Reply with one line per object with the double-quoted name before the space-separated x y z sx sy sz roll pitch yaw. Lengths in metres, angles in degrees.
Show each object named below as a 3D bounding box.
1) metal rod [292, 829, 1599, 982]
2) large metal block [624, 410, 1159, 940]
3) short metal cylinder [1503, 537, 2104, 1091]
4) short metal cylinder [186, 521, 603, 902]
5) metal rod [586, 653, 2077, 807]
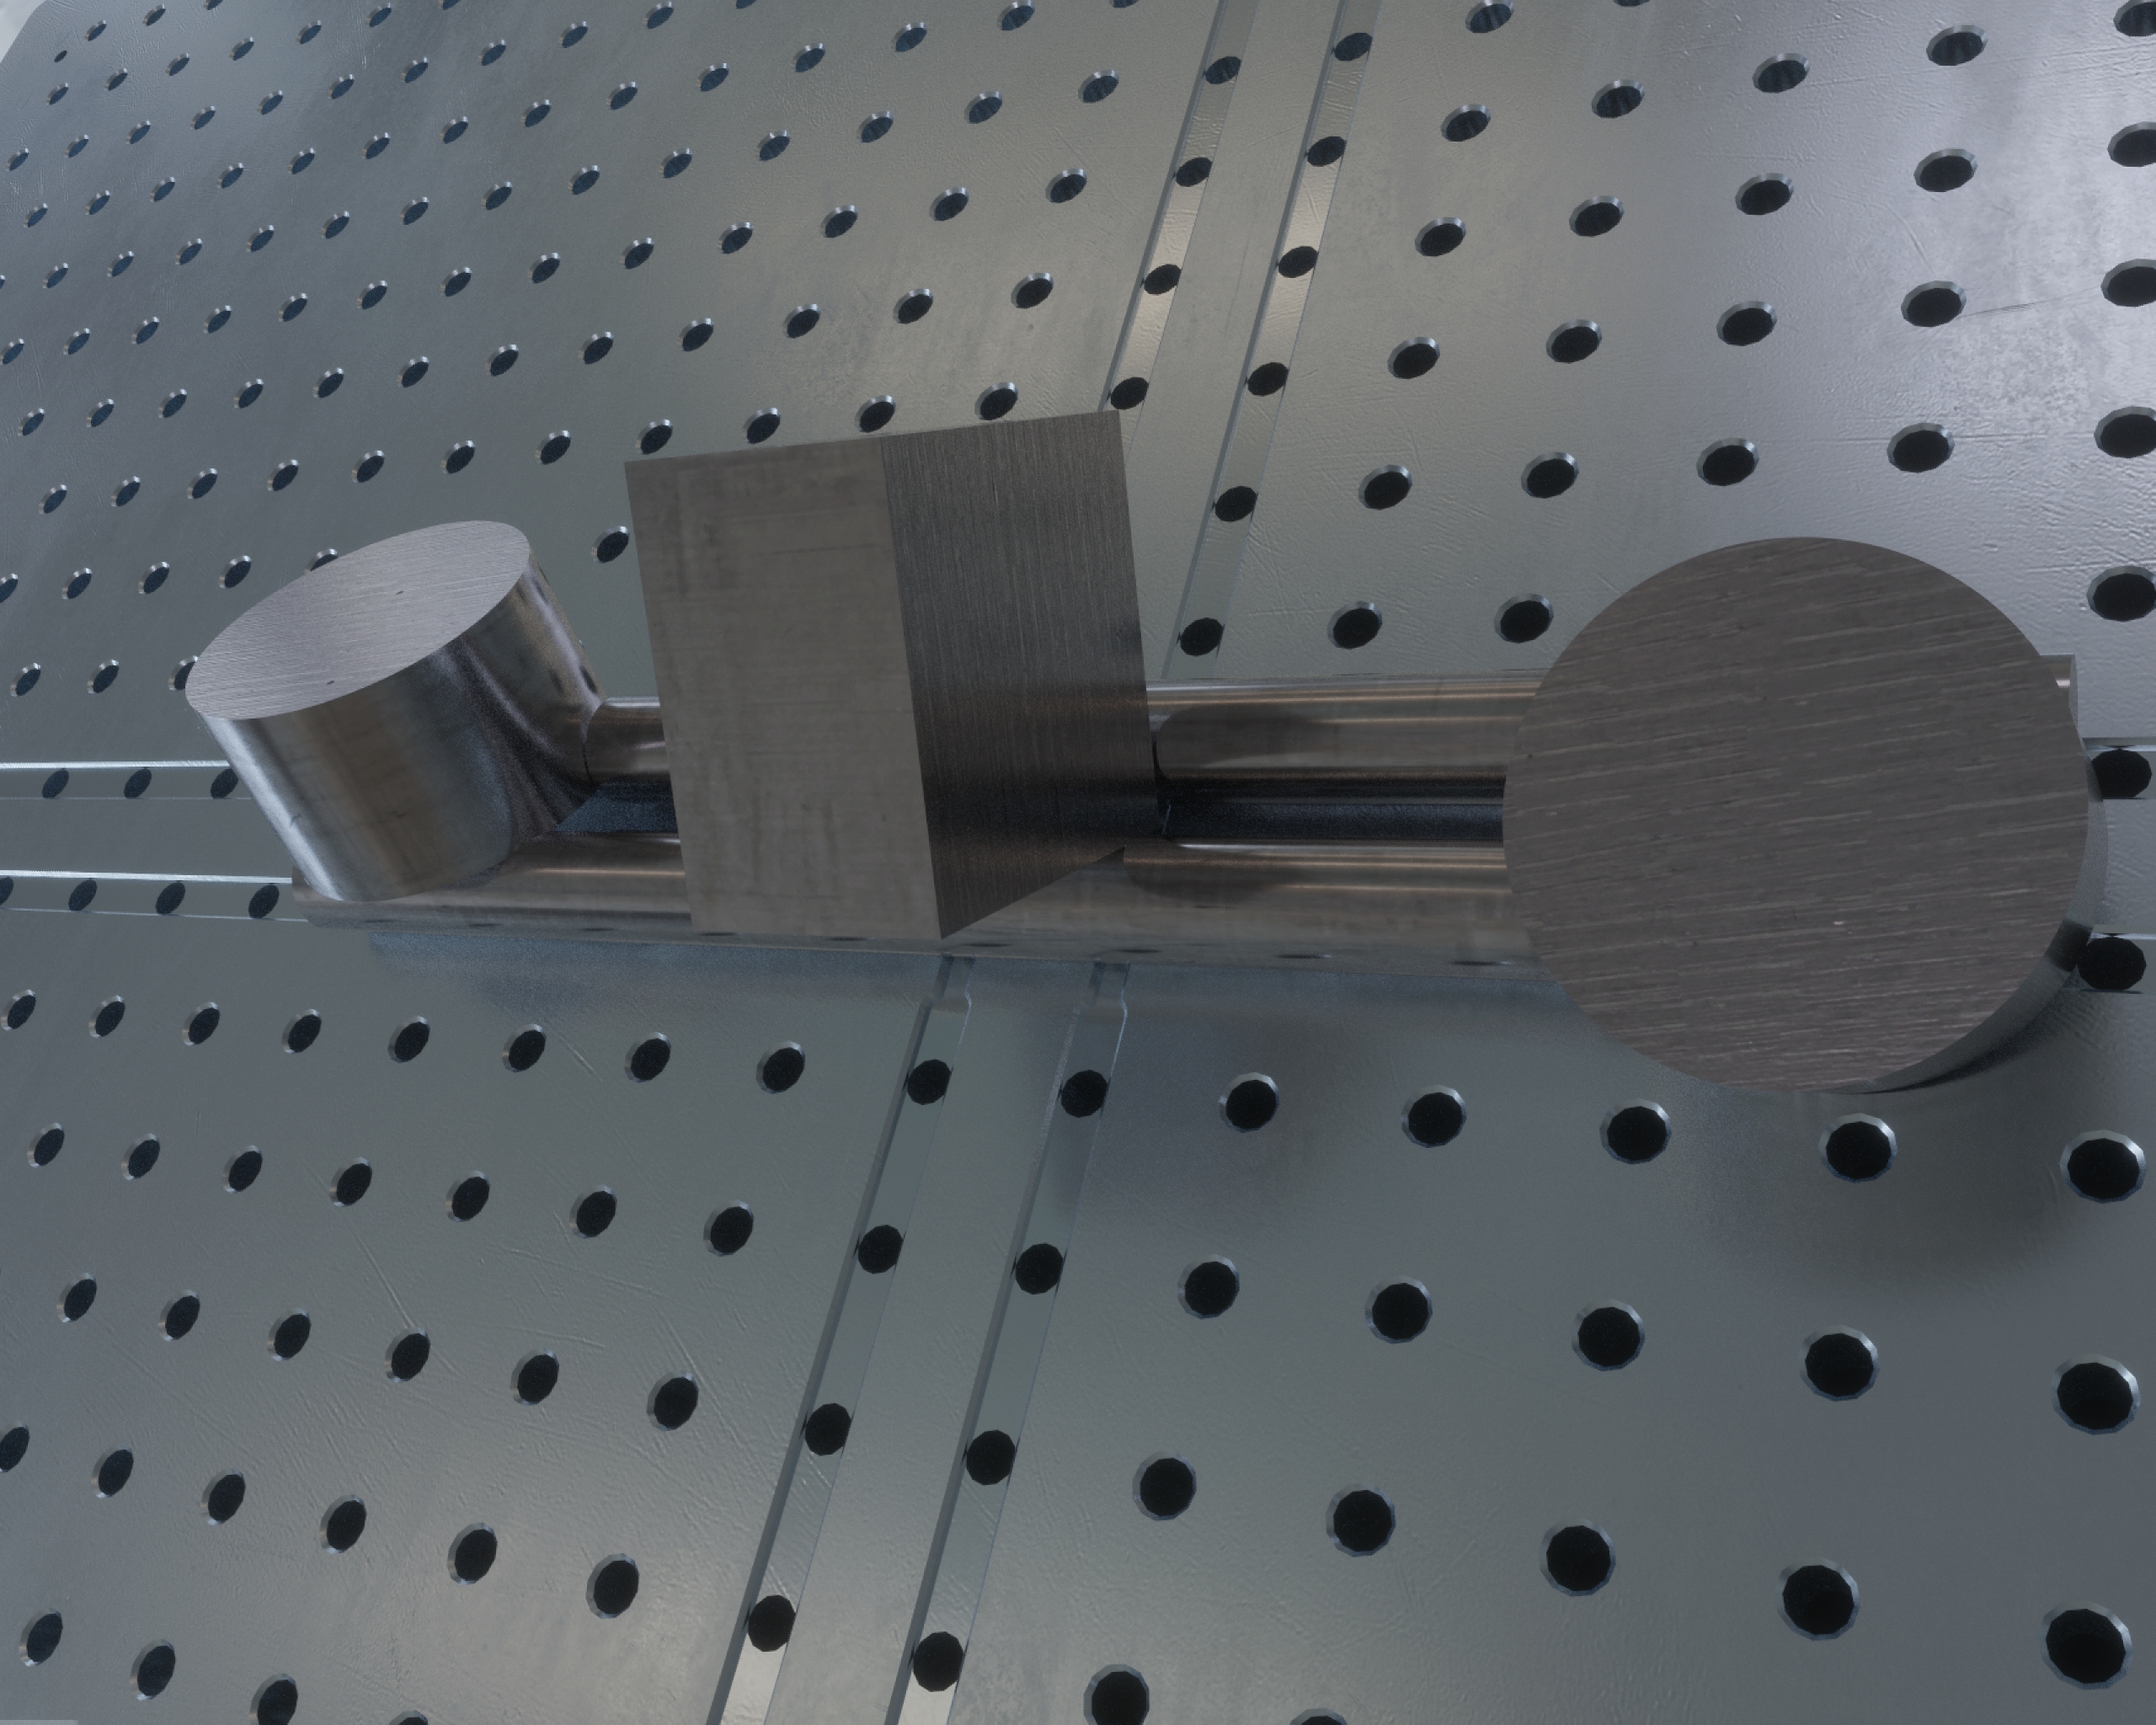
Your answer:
"metal rod" -0.045 0.006 0.428 0.300 0.025 0.025 1 62 28
"large metal block" -0.029 -0.036 0.372 0.050 0.080 0.079 1 104 29
"short metal cylinder" 0.112 -0.005 0.319 0.080 0.050 0.080 -4 82 28
"short metal cylinder" -0.152 -0.036 0.475 0.080 0.050 0.080 -14 34 10
"metal rod" 0.028 -0.024 0.407 0.300 0.025 0.025 1 62 28
